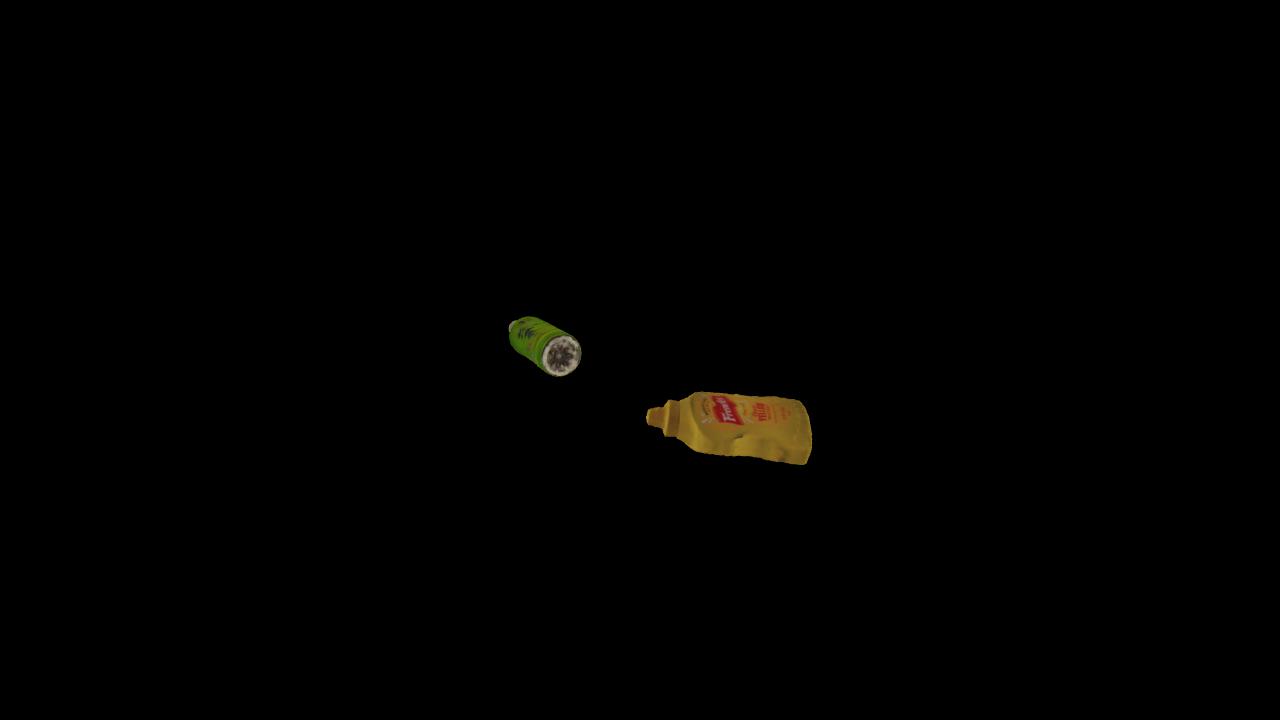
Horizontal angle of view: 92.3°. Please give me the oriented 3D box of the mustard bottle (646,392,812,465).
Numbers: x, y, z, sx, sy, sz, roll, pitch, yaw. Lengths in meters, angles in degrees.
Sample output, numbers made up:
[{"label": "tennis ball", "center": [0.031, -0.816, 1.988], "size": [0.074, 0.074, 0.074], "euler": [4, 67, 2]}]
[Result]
[{"label": "mustard bottle", "center": [0.098, 0.074, 0.708], "size": [0.184, 0.054, 0.092], "euler": [6, 41, -2]}]

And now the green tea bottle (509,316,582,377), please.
[{"label": "green tea bottle", "center": [-0.169, -0.031, 1.020], "size": [0.073, 0.073, 0.212], "euler": [0, 13, -29]}]
